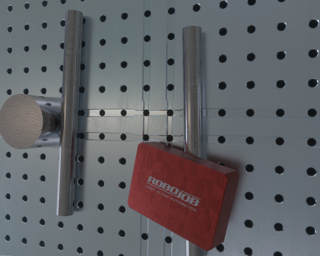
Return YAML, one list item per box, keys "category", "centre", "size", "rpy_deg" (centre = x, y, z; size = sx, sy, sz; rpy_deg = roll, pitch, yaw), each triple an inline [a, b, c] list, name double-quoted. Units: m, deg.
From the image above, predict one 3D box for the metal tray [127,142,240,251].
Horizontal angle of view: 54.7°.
- category: "metal tray"
  centre: [0.023, 0.076, 0.377]
  size: [0.130, 0.030, 0.089]
  rpy_deg: [18, 101, 37]

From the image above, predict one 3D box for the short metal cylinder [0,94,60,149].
- category: "short metal cylinder"
  centre: [-0.192, -0.009, 0.467]
  size: [0.080, 0.050, 0.079]
  rpy_deg: [0, 90, 20]

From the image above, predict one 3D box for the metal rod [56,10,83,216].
- category: "metal rod"
  centre: [-0.134, -0.021, 0.459]
  size: [0.025, 0.025, 0.298]
  rpy_deg: [3, 91, 20]

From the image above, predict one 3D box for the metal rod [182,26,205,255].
- category: "metal rod"
  centre: [0.043, 0.022, 0.397]
  size: [0.025, 0.025, 0.298]
  rpy_deg: [-1, 90, 20]
